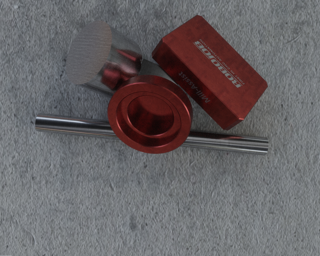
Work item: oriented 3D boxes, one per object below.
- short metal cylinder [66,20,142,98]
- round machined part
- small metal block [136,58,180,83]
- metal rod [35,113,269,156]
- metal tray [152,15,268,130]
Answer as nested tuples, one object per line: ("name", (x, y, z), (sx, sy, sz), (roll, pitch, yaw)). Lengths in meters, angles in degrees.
("short metal cylinder", (-0.069, -0.082, 0.378), (0.080, 0.050, 0.080), (-13, 68, 35))
("round machined part", (-0.009, -0.020, 0.372), (0.098, 0.042, 0.097), (7, 126, 10))
("small metal block", (-0.002, -0.062, 0.397), (0.050, 0.050, 0.025), (24, 90, 0))
("metal rod", (-0.010, 0.008, 0.411), (0.302, 0.025, 0.025), (6, 90, -1))
("metal tray", (0.064, -0.071, 0.384), (0.130, 0.030, 0.090), (45, 51, 0))
